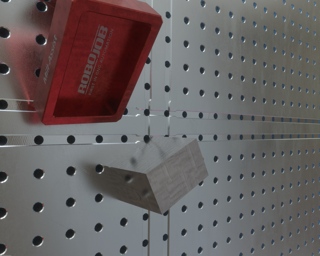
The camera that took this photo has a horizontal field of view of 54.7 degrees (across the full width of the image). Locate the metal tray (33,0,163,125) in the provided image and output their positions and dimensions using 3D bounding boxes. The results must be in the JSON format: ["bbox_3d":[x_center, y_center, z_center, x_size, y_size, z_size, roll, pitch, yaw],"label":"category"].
[{"bbox_3d":[-0.063,-0.062,0.302,0.091,0.030,0.129,-4,134,-40],"label":"metal tray"}]

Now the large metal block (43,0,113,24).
[{"bbox_3d":[-0.070,-0.162,0.314,0.050,0.080,0.080,27,73,-37],"label":"large metal block"}]

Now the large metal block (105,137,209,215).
[{"bbox_3d":[-0.004,0.051,0.370,0.081,0.080,0.050,-31,110,-36],"label":"large metal block"}]
